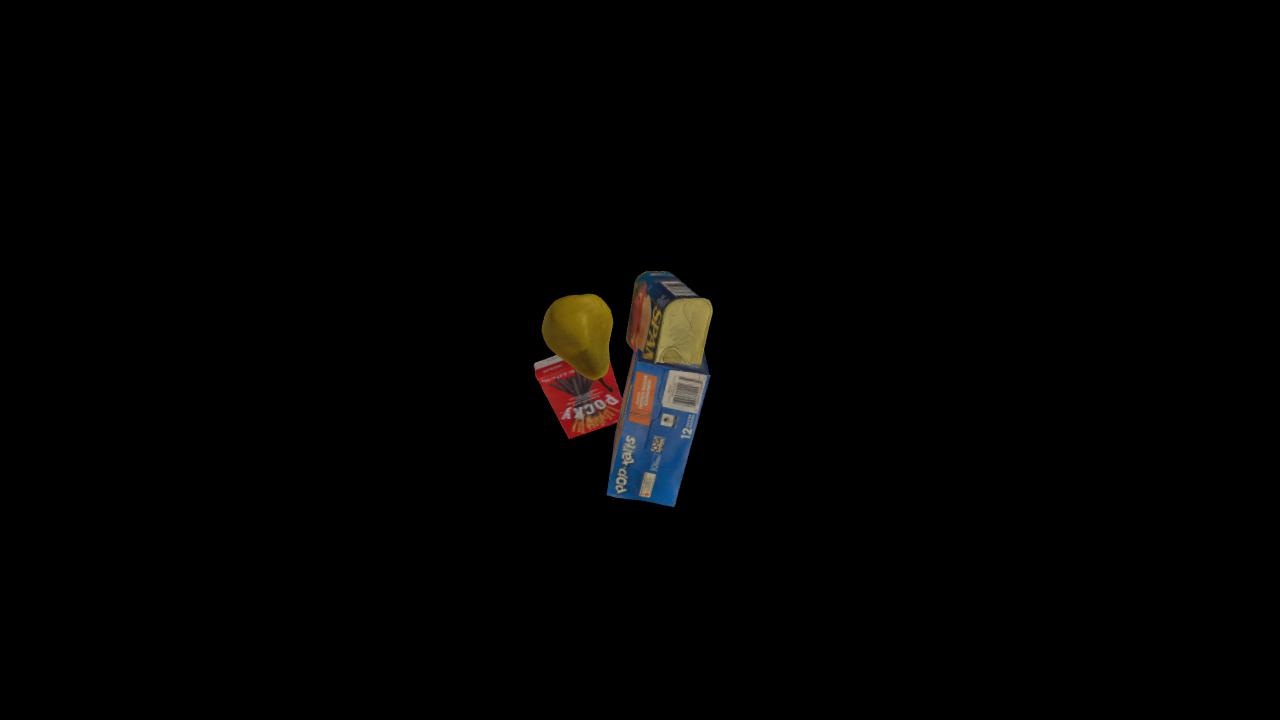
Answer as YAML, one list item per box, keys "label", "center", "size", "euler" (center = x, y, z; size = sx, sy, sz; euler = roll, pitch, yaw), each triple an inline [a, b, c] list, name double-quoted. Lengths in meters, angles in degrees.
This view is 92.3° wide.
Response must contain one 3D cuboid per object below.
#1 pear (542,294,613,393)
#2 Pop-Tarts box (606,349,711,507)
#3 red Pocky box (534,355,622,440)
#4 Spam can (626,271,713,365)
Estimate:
- label: "pear"
  center: [-0.062, -0.014, 0.672]
  size: [0.080, 0.111, 0.080]
  euler: [-13, -5, -1]
- label: "Pop-Tarts box"
  center: [0.019, 0.061, 0.728]
  size: [0.083, 0.167, 0.141]
  euler: [13, 20, -3]
- label: "red Pocky box"
  center: [-0.066, 0.040, 0.733]
  size: [0.083, 0.028, 0.155]
  euler: [-20, -33, -4]
- label: "Spam can"
  center: [0.028, -0.038, 0.672]
  size: [0.058, 0.101, 0.085]
  euler: [-3, 30, -25]
